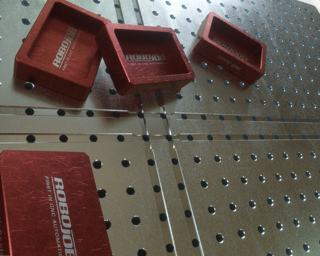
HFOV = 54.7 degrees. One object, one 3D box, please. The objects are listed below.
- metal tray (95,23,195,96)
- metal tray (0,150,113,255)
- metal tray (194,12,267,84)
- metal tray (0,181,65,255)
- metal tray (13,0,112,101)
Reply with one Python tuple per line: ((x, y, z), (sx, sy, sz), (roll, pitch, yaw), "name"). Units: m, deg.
((-0.016, -0.097, 0.434), (0.131, 0.030, 0.090), (-14, 77, -45), "metal tray")
((-0.097, 0.085, 0.278), (0.091, 0.030, 0.130), (7, 57, -48), "metal tray")
((0.132, -0.148, 0.568), (0.131, 0.030, 0.090), (27, 52, -12), "metal tray")
((-0.163, 0.084, 0.266), (0.130, 0.030, 0.090), (32, 51, -8), "metal tray")
((-0.121, -0.107, 0.405), (0.091, 0.030, 0.130), (20, 54, -17), "metal tray")
